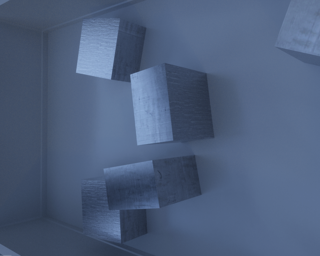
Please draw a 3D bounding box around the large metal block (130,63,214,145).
[{"bbox_3d":[0.016,-0.024,0.358,0.050,0.081,0.080,-10,84,39],"label":"large metal block"}]

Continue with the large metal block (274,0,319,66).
[{"bbox_3d":[0.152,-0.073,0.246,0.080,0.081,0.050,27,107,37],"label":"large metal block"}]

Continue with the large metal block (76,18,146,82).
[{"bbox_3d":[-0.072,-0.112,0.450,0.080,0.050,0.079,17,101,38],"label":"large metal block"}]

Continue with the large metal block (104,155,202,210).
[{"bbox_3d":[-0.009,0.066,0.378,0.080,0.081,0.050,-15,81,39],"label":"large metal block"}]

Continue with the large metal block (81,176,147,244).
[{"bbox_3d":[-0.067,0.112,0.446,0.080,0.050,0.080,-5,87,40],"label":"large metal block"}]
